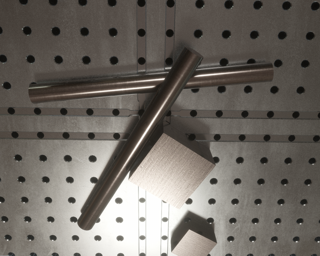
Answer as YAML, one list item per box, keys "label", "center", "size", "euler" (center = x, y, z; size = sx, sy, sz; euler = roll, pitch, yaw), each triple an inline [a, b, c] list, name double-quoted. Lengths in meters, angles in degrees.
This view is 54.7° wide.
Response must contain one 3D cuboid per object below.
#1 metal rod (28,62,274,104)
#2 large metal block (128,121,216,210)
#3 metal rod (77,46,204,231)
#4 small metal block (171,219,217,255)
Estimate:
- label: "metal rod"
  center: [-0.012, -0.057, 0.392]
  size: [0.302, 0.025, 0.025]
  euler: [-5, 110, 1]
- label: "large metal block"
  center: [0.015, 0.049, 0.418]
  size: [0.080, 0.050, 0.080]
  euler: [32, 107, -12]
- label: "metal rod"
  center: [-0.037, 0.029, 0.407]
  size: [0.025, 0.025, 0.298]
  euler: [29, 113, -11]
- label: "small metal block"
  center: [0.052, 0.177, 0.480]
  size: [0.050, 0.025, 0.050]
  euler: [30, 107, -11]
